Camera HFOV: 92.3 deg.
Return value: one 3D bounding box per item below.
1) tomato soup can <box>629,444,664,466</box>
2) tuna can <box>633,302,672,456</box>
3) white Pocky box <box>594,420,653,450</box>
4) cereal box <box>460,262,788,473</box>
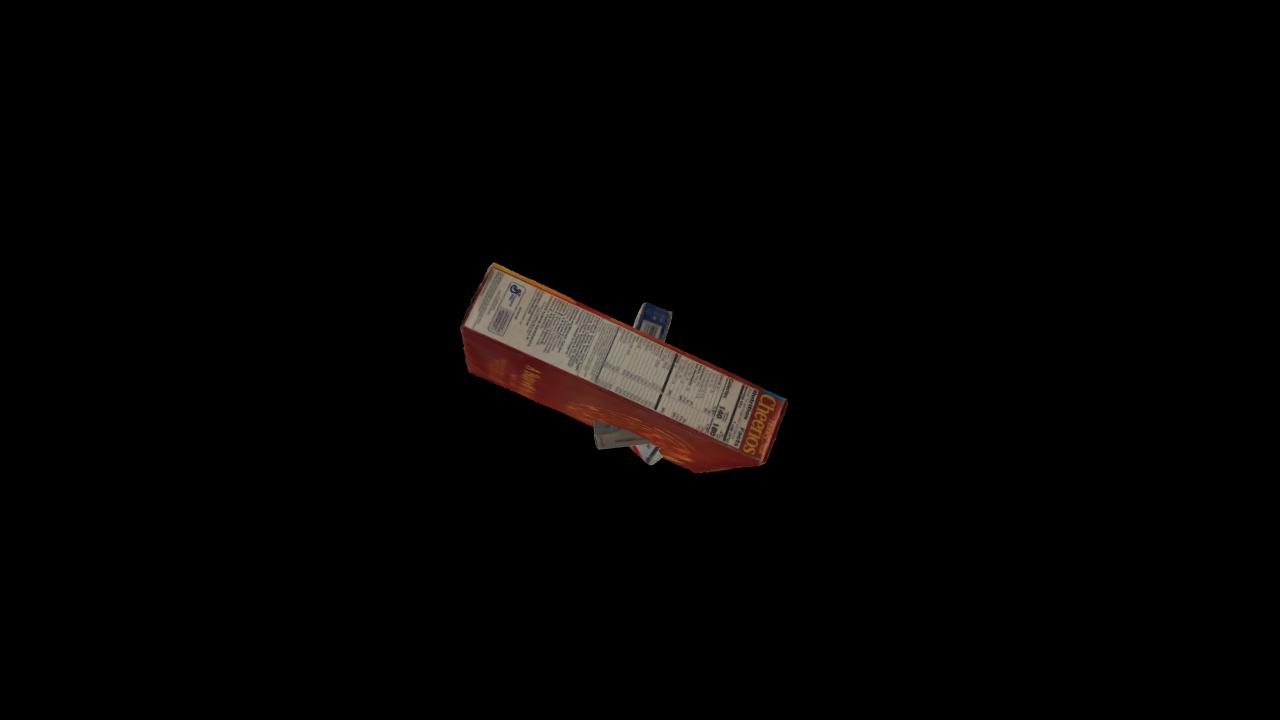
[{"bbox_3d":[-0.002,0.063,0.702,0.101,0.068,0.068,42,14,17],"label":"tomato soup can"},{"bbox_3d":[0.005,-0.019,0.665,0.034,0.084,0.084,21,-2,-4],"label":"tuna can"},{"bbox_3d":[0.027,0.053,0.670,0.154,0.028,0.084,-6,38,1],"label":"white Pocky box"},{"bbox_3d":[-0.029,0.025,0.646,0.306,0.081,0.203,24,-16,-7],"label":"cereal box"}]
